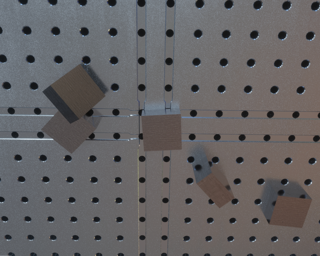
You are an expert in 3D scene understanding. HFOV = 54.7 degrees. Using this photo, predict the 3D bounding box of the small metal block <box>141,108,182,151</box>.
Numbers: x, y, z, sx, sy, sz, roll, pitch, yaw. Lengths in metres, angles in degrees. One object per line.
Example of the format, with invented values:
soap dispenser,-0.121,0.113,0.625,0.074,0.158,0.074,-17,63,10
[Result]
small metal block,0.003,0.002,0.414,0.050,0.025,0.050,-3,110,0

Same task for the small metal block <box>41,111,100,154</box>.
small metal block,-0.118,-0.003,0.411,0.050,0.025,0.050,42,104,-14

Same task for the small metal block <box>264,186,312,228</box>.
small metal block,0.189,0.118,0.460,0.050,0.025,0.050,7,110,-3

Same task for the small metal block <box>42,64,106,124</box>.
small metal block,-0.104,-0.042,0.381,0.025,0.050,0.050,-18,115,48

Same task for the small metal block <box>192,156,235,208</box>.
small metal block,0.073,0.074,0.428,0.025,0.050,0.050,-39,106,13
